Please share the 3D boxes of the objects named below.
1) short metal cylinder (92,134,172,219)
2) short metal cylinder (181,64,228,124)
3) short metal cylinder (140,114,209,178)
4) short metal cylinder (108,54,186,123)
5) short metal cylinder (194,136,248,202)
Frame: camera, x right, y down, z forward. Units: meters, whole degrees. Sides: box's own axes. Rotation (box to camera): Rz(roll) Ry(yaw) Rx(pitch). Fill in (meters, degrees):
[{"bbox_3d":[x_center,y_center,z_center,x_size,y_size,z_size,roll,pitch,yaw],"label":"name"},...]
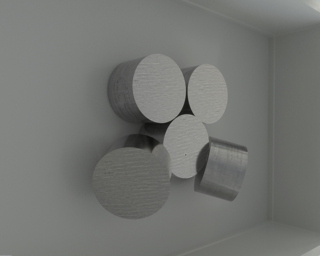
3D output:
[{"bbox_3d":[-0.028,0.051,0.340,0.050,0.080,0.080,-76,151,-75],"label":"short metal cylinder"},{"bbox_3d":[0.049,-0.046,0.432,0.081,0.050,0.079,0,90,-40],"label":"short metal cylinder"},{"bbox_3d":[0.018,0.022,0.403,0.081,0.050,0.079,0,90,-40],"label":"short metal cylinder"},{"bbox_3d":[-0.015,-0.046,0.376,0.081,0.050,0.079,0,90,-40],"label":"short metal cylinder"},{"bbox_3d":[0.083,0.057,0.433,0.050,0.080,0.080,16,77,1],"label":"short metal cylinder"}]
